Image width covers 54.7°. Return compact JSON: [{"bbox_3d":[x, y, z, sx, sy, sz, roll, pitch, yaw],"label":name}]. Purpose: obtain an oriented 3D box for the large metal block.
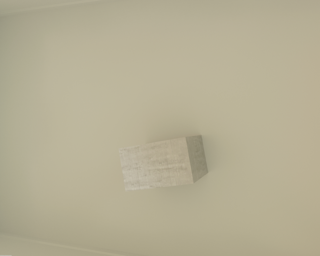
[{"bbox_3d":[0.008,0.041,0.378,0.080,0.080,0.050,-11,87,19],"label":"large metal block"}]
